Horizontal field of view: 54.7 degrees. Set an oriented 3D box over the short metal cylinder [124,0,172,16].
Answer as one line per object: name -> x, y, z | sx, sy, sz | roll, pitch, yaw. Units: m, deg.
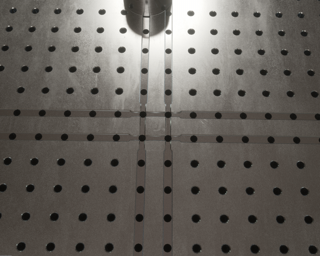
short metal cylinder -> -0.020, -0.223, 0.480 | 0.081, 0.050, 0.080 | 0, 70, 0
